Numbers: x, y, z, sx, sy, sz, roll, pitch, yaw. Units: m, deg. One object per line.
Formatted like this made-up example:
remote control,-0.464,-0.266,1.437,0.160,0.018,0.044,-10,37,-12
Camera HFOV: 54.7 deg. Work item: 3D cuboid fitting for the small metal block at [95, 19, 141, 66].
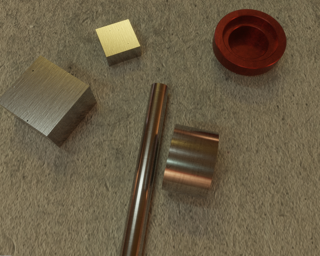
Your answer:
small metal block,-0.060,-0.125,0.453,0.050,0.025,0.050,-20,72,-8

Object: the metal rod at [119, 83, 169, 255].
metal rod,-0.023,0.082,0.377,0.025,0.025,0.299,8,70,3

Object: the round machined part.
round machined part,0.124,-0.117,0.444,0.099,0.042,0.098,0,70,-1

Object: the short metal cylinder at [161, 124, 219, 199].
short metal cylinder,0.035,0.039,0.365,0.050,0.080,0.080,12,71,4

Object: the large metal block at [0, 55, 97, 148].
large metal block,-0.144,-0.034,0.406,0.080,0.050,0.080,32,73,11
